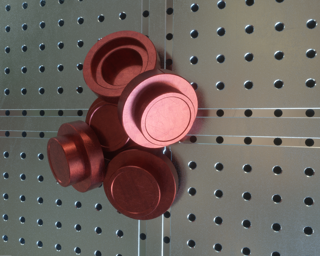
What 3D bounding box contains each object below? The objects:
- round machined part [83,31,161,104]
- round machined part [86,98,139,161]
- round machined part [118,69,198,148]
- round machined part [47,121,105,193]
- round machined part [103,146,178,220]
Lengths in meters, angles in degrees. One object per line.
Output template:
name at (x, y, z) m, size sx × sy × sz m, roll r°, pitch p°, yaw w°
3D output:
round machined part at (-0.047, -0.075, 0.407) m, size 0.098 × 0.042 × 0.098 m, roll -5°, pitch 68°, yaw 12°
round machined part at (-0.061, -0.003, 0.423) m, size 0.098 × 0.042 × 0.097 m, roll 0°, pitch 90°, yaw 19°
round machined part at (0.002, -0.018, 0.371) m, size 0.098 × 0.099 × 0.042 m, roll -58°, pitch 33°, yaw 11°
round machined part at (-0.119, 0.041, 0.419) m, size 0.098 × 0.042 × 0.097 m, roll 20°, pitch 117°, yaw 45°
round machined part at (-0.028, 0.075, 0.399) m, size 0.098 × 0.042 × 0.097 m, roll 3°, pitch 102°, yaw 13°
